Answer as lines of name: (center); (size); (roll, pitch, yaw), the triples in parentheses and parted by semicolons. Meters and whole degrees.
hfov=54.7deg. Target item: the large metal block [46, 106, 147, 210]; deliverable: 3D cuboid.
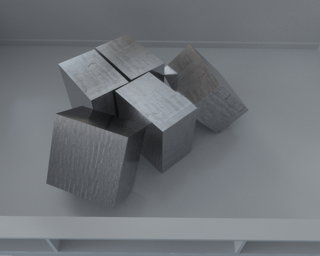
large metal block: (-0.068, 0.029, 0.334); (0.080, 0.079, 0.050); (17, 17, 13)

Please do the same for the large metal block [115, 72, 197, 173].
large metal block: (-0.005, -0.006, 0.372); (0.050, 0.080, 0.080); (-34, 58, -25)

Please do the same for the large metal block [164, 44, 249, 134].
large metal block: (0.058, -0.049, 0.401); (0.050, 0.080, 0.080); (-41, 51, 18)

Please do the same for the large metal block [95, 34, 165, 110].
large metal block: (-0.039, -0.067, 0.423); (0.050, 0.080, 0.080); (-32, 57, -24)

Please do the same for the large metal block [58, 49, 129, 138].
large metal block: (-0.081, -0.041, 0.401); (0.050, 0.080, 0.080); (-31, 57, -23)
